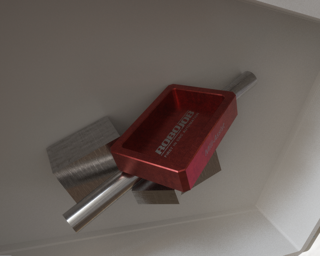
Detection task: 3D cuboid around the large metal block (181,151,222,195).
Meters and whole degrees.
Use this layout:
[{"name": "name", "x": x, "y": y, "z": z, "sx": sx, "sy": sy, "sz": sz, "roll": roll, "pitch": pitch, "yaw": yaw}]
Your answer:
[{"name": "large metal block", "x": 0.032, "y": 0.040, "z": 0.435, "sx": 0.080, "sy": 0.050, "sz": 0.080, "roll": -30, "pitch": 129, "yaw": -10}]

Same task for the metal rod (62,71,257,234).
[{"name": "metal rod", "x": 0.017, "y": 0.015, "z": 0.379, "sx": 0.302, "sy": 0.025, "sz": 0.025, "roll": -38, "pitch": 131, "yaw": -23}]

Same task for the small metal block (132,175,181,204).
[{"name": "small metal block", "x": 0.000, "y": 0.062, "z": 0.368, "sx": 0.050, "sy": 0.050, "sz": 0.025, "roll": -5, "pitch": 129, "yaw": 17}]

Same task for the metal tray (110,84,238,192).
[{"name": "metal tray", "x": 0.020, "y": 0.002, "z": 0.344, "sx": 0.131, "sy": 0.090, "sz": 0.030, "roll": -50, "pitch": 139, "yaw": -36}]

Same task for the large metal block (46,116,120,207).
[{"name": "large metal block", "x": -0.077, "y": 0.046, "z": 0.375, "sx": 0.080, "sy": 0.050, "sz": 0.080, "roll": -30, "pitch": 129, "yaw": -10}]
